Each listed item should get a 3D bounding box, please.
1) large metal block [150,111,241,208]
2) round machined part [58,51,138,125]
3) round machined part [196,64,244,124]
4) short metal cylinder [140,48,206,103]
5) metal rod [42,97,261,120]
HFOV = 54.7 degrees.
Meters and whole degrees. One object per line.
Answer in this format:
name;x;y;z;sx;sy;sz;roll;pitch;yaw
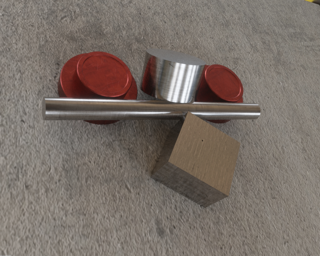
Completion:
large metal block;0.046;0.040;0.387;0.080;0.050;0.080;31;52;-9
round machined part;-0.074;-0.056;0.388;0.099;0.042;0.098;14;56;-21
round machined part;0.088;-0.059;0.478;0.099;0.042;0.098;14;56;-21
short metal cylinder;0.016;-0.072;0.418;0.081;0.050;0.080;11;23;-4
metal rod;0.011;-0.023;0.398;0.303;0.025;0.025;-1;62;-29
